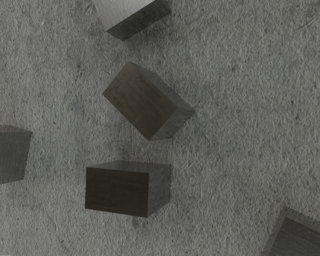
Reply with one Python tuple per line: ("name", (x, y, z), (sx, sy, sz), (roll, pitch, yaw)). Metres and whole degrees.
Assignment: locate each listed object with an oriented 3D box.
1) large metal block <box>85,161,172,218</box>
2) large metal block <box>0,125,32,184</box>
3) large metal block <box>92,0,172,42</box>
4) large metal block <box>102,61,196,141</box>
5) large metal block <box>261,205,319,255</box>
("large metal block", (-0.037, 0.073, 0.393), (0.080, 0.080, 0.050), (3, 91, 20))
("large metal block", (-0.249, 0.039, 0.468), (0.050, 0.080, 0.080), (14, 95, 19))
("large metal block", (-0.042, -0.176, 0.411), (0.080, 0.050, 0.080), (-26, 82, 18))
("large metal block", (-0.010, -0.031, 0.383), (0.080, 0.080, 0.050), (45, 104, 14))
("large metal block", (0.160, 0.144, 0.339), (0.080, 0.050, 0.080), (24, 98, 18))
